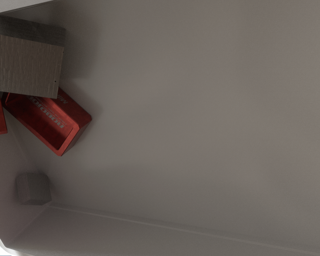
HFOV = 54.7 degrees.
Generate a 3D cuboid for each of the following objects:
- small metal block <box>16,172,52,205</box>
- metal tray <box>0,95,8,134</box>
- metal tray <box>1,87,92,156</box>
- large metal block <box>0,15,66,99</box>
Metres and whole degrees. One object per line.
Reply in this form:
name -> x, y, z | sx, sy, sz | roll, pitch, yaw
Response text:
small metal block -> -0.229, 0.112, 0.563 | 0.025, 0.050, 0.050 | -28, 65, 16
metal tray -> -0.257, -0.058, 0.454 | 0.090, 0.030, 0.129 | 17, 116, 58
metal tray -> -0.178, -0.027, 0.479 | 0.130, 0.030, 0.090 | 42, 129, -2
large metal block -> -0.170, -0.090, 0.400 | 0.081, 0.050, 0.079 | 7, 131, -20
